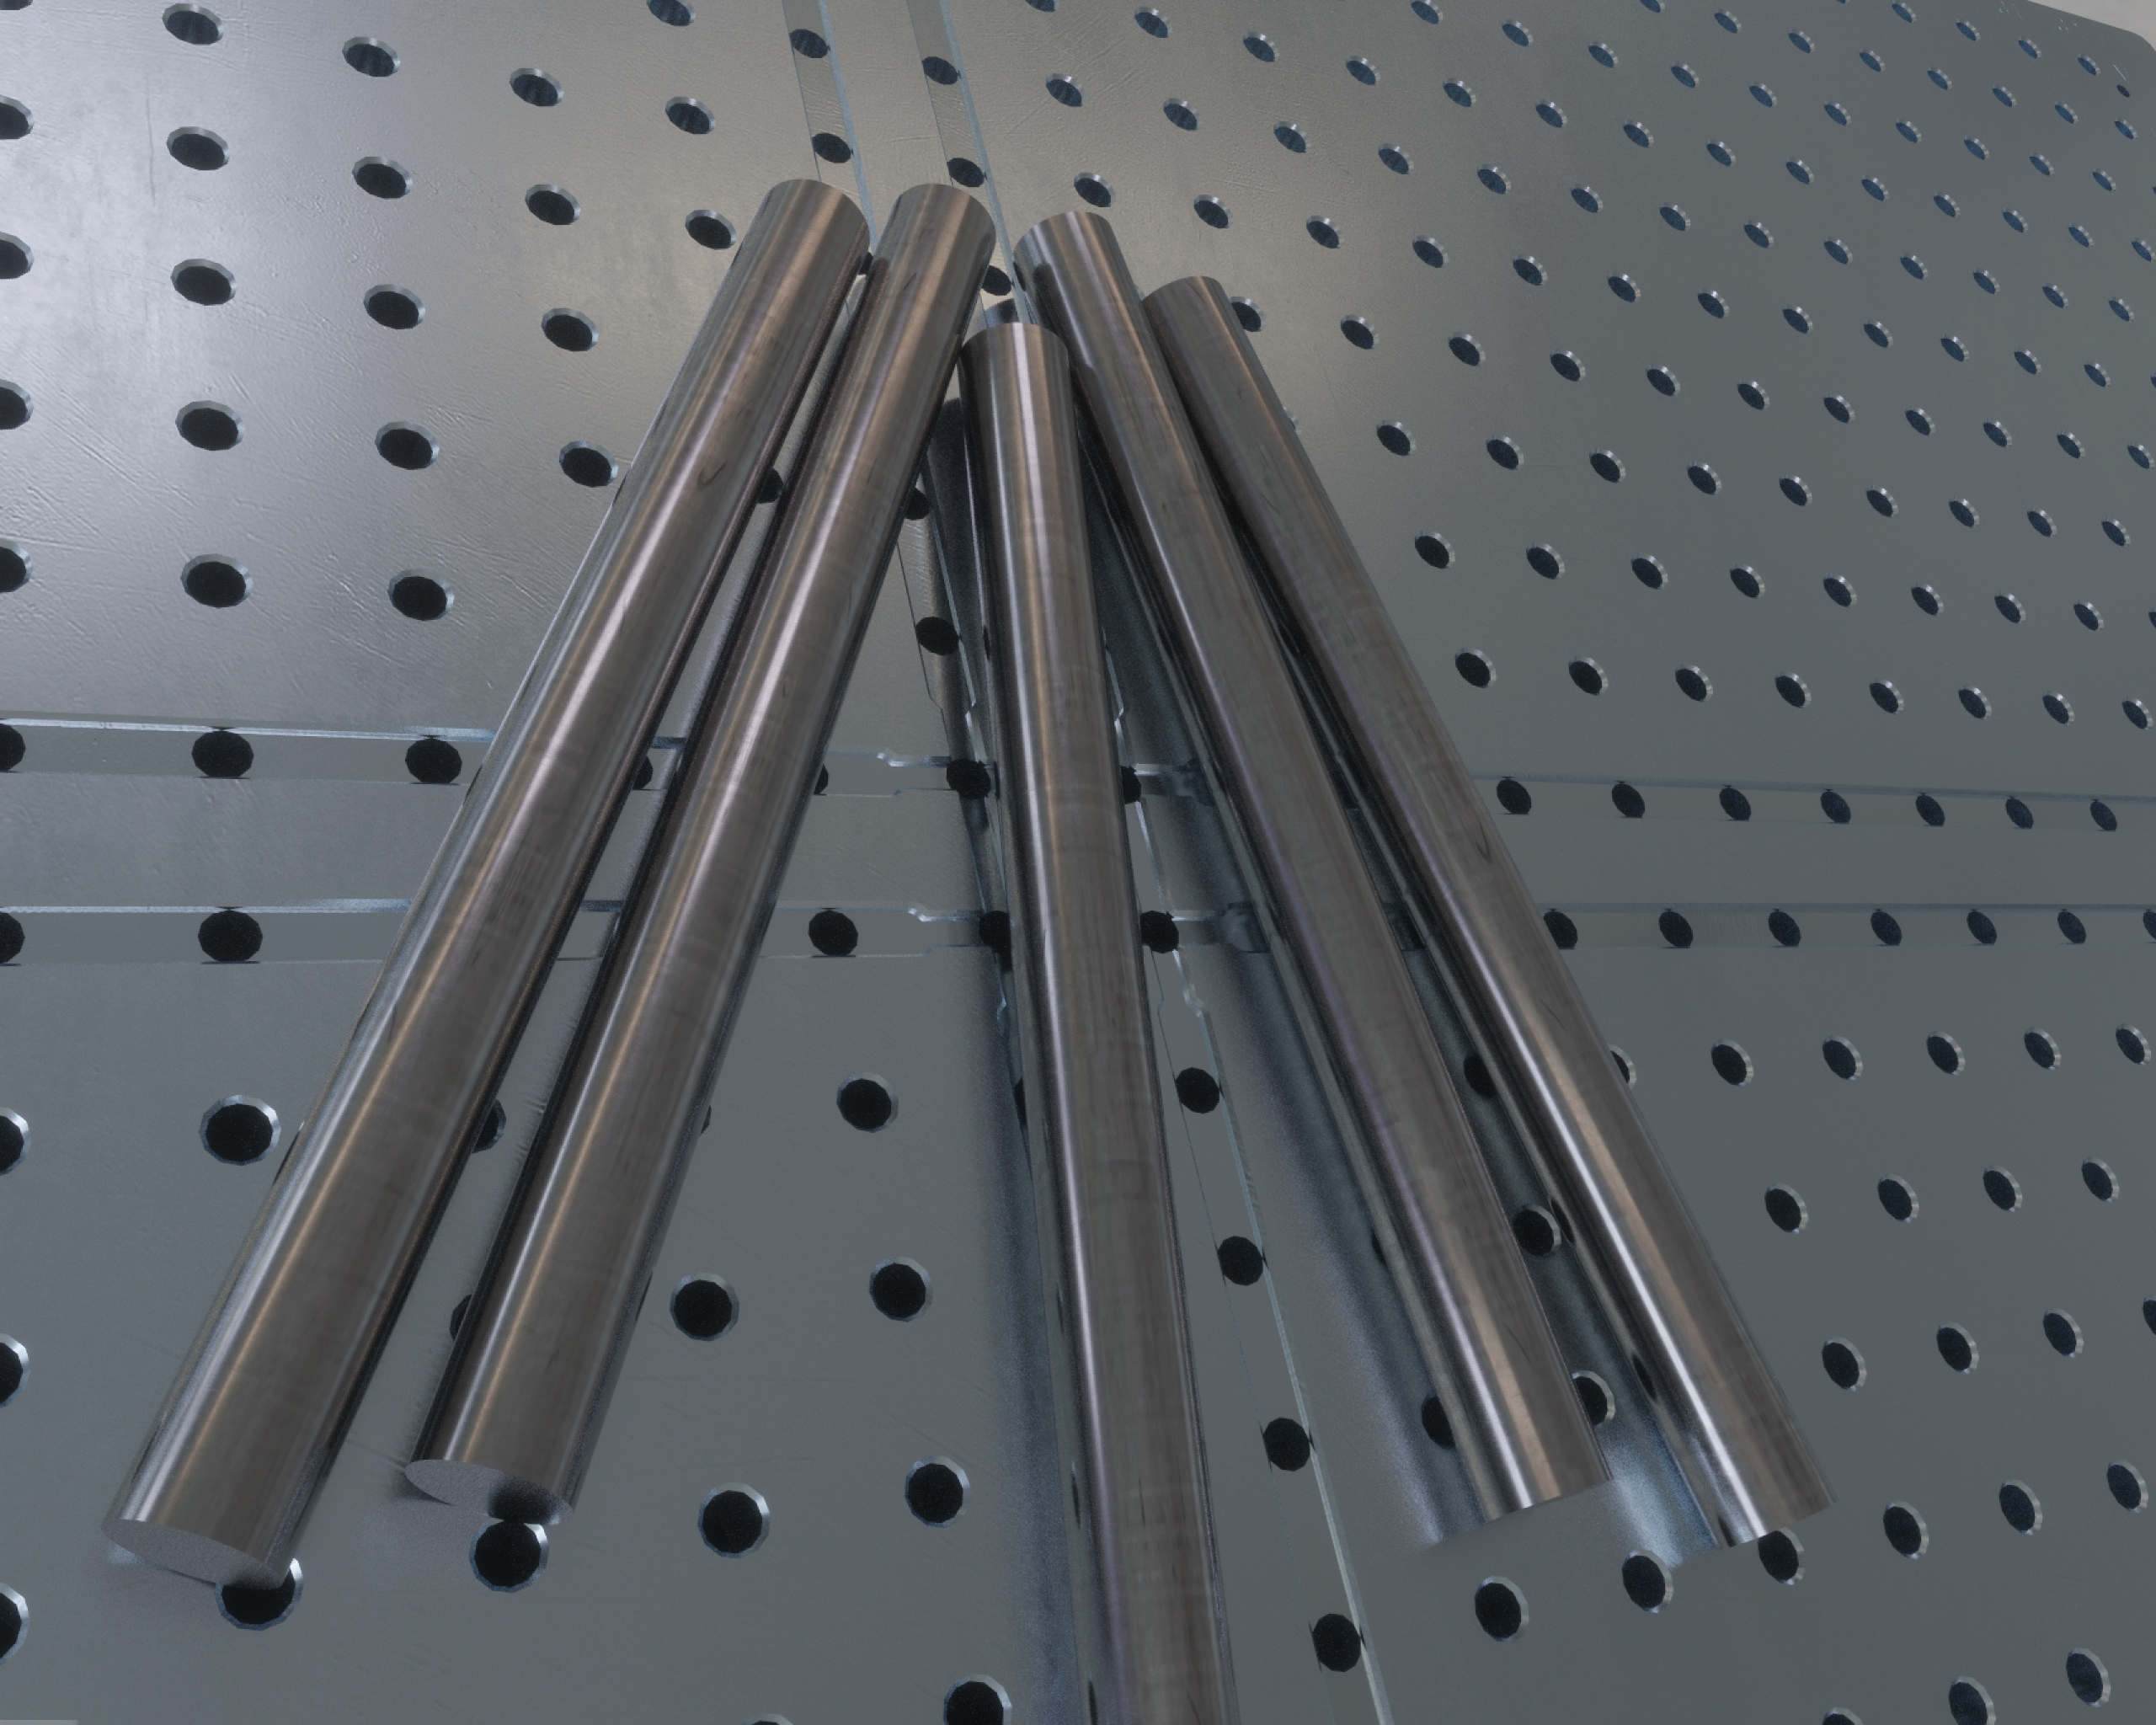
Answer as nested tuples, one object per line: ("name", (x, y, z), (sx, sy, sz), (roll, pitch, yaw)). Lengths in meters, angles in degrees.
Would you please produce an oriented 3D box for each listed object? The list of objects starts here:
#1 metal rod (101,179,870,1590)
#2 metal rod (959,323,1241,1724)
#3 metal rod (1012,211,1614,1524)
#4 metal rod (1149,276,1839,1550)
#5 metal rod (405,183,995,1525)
("metal rod", (-0.089, -0.023, 0.373), (0.025, 0.025, 0.300), (25, 53, -13))
("metal rod", (0.000, 0.018, 0.397), (0.025, 0.025, 0.299), (8, 58, -24))
("metal rod", (0.041, -0.014, 0.438), (0.025, 0.025, 0.299), (-5, 64, -30))
("metal rod", (0.079, -0.002, 0.451), (0.025, 0.025, 0.299), (-10, 67, -32))
("metal rod", (-0.059, -0.027, 0.393), (0.025, 0.025, 0.300), (23, 53, -14))
